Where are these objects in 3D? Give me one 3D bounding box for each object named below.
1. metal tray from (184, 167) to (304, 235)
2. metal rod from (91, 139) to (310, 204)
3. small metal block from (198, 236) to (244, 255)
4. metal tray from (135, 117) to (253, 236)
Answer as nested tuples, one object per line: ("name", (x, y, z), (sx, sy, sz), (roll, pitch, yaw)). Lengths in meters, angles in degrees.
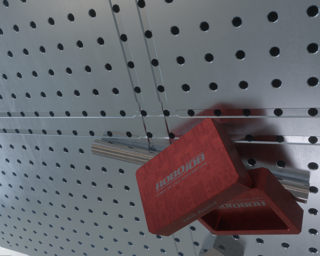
("metal tray", (0.097, 0.098, 0.391), (0.130, 0.030, 0.090), (-21, 121, 45))
("metal rod", (0.038, 0.053, 0.423), (0.301, 0.025, 0.025), (10, 123, 22))
("small metal block", (0.094, 0.203, 0.487), (0.050, 0.025, 0.050), (35, 129, 4))
("metal tray", (0.033, 0.060, 0.370), (0.130, 0.090, 0.030), (-38, 137, 24))
